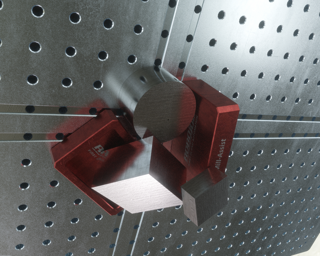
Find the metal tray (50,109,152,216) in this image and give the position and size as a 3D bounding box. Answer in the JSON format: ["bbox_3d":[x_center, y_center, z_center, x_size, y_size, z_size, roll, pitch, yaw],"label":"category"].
[{"bbox_3d":[-0.064,0.049,0.403,0.090,0.030,0.130,-37,130,-4],"label":"metal tray"}]

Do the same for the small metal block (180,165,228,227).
[{"bbox_3d":[0.054,0.081,0.371,0.050,0.025,0.050,-29,130,-25],"label":"small metal block"}]

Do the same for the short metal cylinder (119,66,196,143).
[{"bbox_3d":[-0.004,-0.029,0.377,0.081,0.050,0.079,-14,125,-21],"label":"short metal cylinder"}]

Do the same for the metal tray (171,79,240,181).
[{"bbox_3d":[0.053,0.012,0.407,0.030,0.090,0.129,-9,123,-24],"label":"metal tray"}]

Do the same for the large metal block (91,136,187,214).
[{"bbox_3d":[-0.022,0.061,0.382,0.080,0.050,0.080,-18,136,27],"label":"large metal block"}]
